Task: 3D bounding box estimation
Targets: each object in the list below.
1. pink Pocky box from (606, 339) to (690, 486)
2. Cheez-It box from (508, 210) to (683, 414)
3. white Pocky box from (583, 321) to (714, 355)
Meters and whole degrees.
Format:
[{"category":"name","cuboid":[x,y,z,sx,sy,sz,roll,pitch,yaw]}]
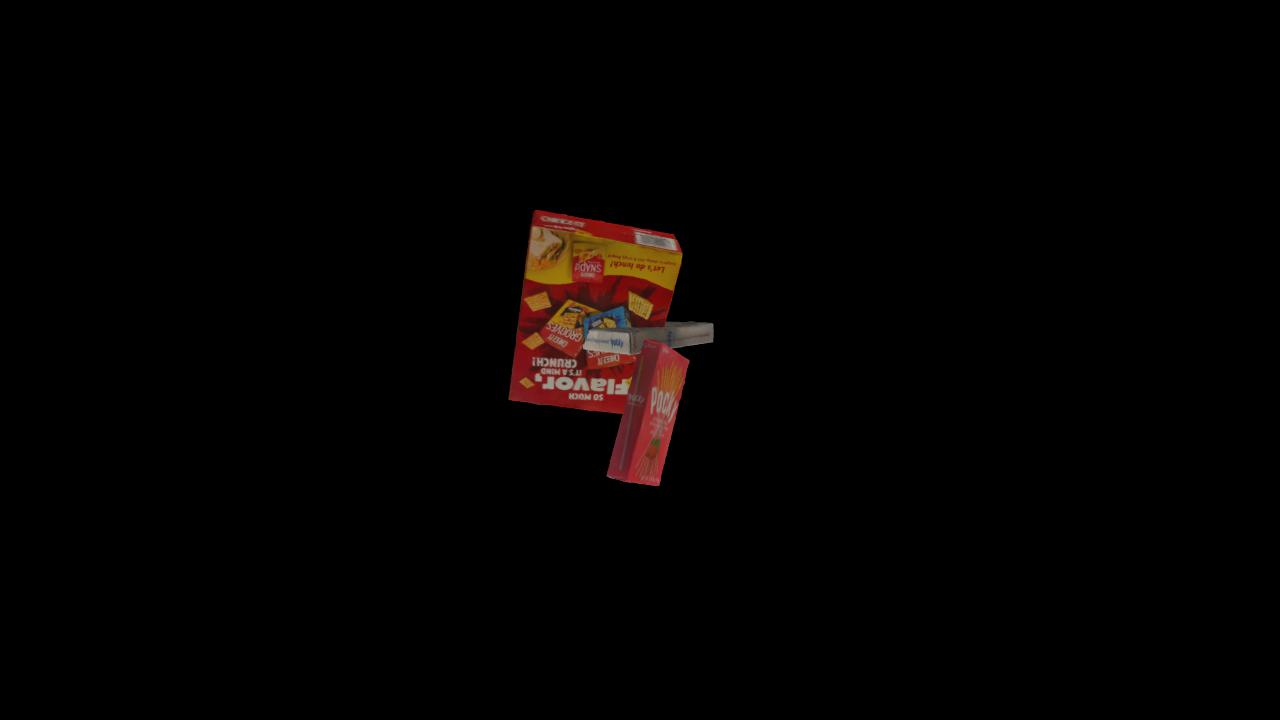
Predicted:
[{"category":"pink Pocky box","cuboid":[0.012,0.061,0.685,0.029,0.155,0.084,10,-9,28]},{"category":"Cheez-It box","cuboid":[-0.057,-0.048,0.719,0.166,0.223,0.071,8,29,-9]},{"category":"white Pocky box","cuboid":[0.011,-0.029,0.730,0.084,0.028,0.154,6,10,42]}]
